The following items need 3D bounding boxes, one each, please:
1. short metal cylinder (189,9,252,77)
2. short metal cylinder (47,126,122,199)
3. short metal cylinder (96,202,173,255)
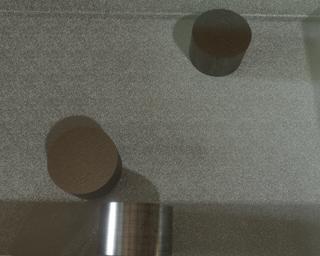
[{"bbox_3d":[0.084,-0.120,0.441,0.081,0.050,0.080,0,70,0],"label":"short metal cylinder"},{"bbox_3d":[-0.089,0.044,0.379,0.081,0.050,0.080,0,70,0],"label":"short metal cylinder"},{"bbox_3d":[-0.026,0.111,0.339,0.081,0.080,0.050,2,70,0],"label":"short metal cylinder"}]
